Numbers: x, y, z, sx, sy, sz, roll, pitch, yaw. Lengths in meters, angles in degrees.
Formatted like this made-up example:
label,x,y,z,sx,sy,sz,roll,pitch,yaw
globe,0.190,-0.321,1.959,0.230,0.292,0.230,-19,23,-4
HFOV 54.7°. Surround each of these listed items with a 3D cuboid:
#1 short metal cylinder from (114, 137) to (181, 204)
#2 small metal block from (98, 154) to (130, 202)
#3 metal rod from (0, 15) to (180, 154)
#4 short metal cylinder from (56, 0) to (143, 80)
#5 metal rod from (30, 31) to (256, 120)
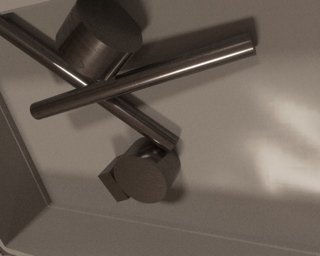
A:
label,x,y,z,sx,sy,sz,roll,pitch,yaw
short metal cylinder,-0.017,0.059,0.437,0.080,0.050,0.079,13,124,20
small metal block,-0.057,0.074,0.467,0.025,0.050,0.050,-24,106,37
metal rod,-0.104,-0.061,0.423,0.301,0.025,0.025,35,129,4
short metal cylinder,-0.067,-0.100,0.345,0.080,0.080,0.050,47,129,-6
metal rod,-0.040,-0.054,0.371,0.300,0.025,0.025,-13,112,25
